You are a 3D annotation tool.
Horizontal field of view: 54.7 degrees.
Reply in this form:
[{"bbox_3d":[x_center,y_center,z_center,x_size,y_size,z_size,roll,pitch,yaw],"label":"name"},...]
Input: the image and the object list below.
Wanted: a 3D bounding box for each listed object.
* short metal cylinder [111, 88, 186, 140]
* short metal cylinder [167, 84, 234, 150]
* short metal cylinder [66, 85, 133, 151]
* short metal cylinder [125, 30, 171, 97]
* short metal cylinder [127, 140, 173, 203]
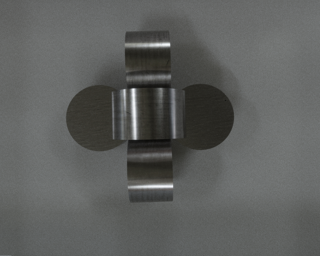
[{"bbox_3d":[-0.012,-0.014,0.338,0.081,0.080,0.050,-1,90,0],"label":"short metal cylinder"},{"bbox_3d":[0.049,-0.013,0.397,0.081,0.050,0.080,0,90,0],"label":"short metal cylinder"},{"bbox_3d":[-0.072,-0.012,0.396,0.081,0.050,0.080,0,90,0],"label":"short metal cylinder"},{"bbox_3d":[-0.014,-0.078,0.382,0.050,0.080,0.080,-2,90,-1],"label":"short metal cylinder"},{"bbox_3d":[-0.011,0.050,0.382,0.050,0.080,0.080,-2,90,-1],"label":"short metal cylinder"}]
